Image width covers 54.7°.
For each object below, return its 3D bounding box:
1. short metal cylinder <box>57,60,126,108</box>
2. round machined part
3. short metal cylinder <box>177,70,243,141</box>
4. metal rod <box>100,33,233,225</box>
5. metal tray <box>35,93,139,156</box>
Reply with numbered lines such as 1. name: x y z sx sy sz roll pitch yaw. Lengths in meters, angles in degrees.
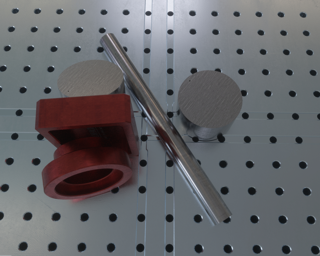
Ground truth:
1. short metal cylinder: -0.085 -0.044 0.399 0.080 0.050 0.080 0 46 0
2. round machined part: -0.084 0.044 0.357 0.099 0.098 0.042 -16 64 -6
3. short metal cylinder: 0.063 -0.029 0.409 0.081 0.050 0.080 0 70 0
4. metal rod: -0.001 -0.010 0.415 0.025 0.025 0.299 -29 73 -10
5. metal tray: -0.073 0.004 0.354 0.091 0.130 0.030 -4 71 -2
